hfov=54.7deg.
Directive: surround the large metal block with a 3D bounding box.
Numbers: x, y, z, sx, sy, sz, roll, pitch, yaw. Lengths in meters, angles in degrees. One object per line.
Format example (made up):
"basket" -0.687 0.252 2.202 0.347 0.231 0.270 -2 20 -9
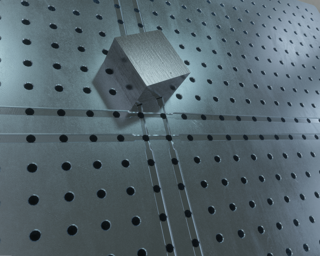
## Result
"large metal block" -0.018 -0.086 0.436 0.081 0.050 0.080 -24 75 -37
